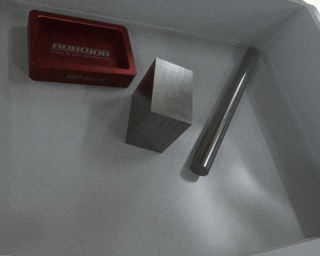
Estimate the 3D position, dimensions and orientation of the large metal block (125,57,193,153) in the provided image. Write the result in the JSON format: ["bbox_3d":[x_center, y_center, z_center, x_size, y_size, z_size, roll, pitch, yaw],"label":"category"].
[{"bbox_3d":[-0.001,-0.026,0.387,0.050,0.080,0.080,17,55,-19],"label":"large metal block"}]

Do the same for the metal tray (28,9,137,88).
[{"bbox_3d":[-0.103,-0.102,0.410,0.131,0.030,0.090,1,61,-28],"label":"metal tray"}]

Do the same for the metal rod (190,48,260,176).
[{"bbox_3d":[0.114,-0.044,0.496,0.025,0.025,0.301,37,51,-4],"label":"metal rod"}]
